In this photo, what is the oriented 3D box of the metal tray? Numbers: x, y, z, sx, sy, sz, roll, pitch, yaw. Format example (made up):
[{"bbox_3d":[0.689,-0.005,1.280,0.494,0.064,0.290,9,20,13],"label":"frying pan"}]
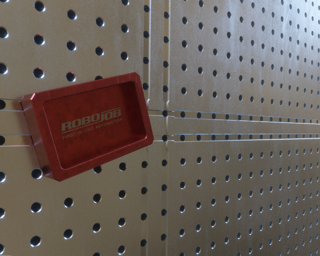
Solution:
[{"bbox_3d":[-0.073,-0.007,0.346,0.131,0.030,0.089,-21,103,-38],"label":"metal tray"}]
